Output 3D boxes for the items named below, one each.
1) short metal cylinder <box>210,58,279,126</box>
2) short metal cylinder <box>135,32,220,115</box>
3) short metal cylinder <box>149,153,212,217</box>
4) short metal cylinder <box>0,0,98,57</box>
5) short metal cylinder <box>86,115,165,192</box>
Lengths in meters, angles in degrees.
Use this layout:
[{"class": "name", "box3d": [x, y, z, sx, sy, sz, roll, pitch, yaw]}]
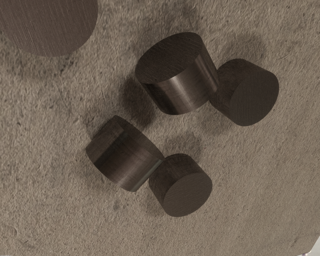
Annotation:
[{"class": "short metal cylinder", "box3d": [0.114, -0.049, 0.425, 0.081, 0.050, 0.079, -14, 125, -21]}, {"class": "short metal cylinder", "box3d": [0.020, -0.061, 0.346, 0.080, 0.080, 0.050, -39, 130, -2]}, {"class": "short metal cylinder", "box3d": [0.030, 0.085, 0.462, 0.081, 0.050, 0.079, -14, 125, -21]}, {"class": "short metal cylinder", "box3d": [-0.100, -0.108, 0.269, 0.081, 0.050, 0.079, -14, 125, -21]}, {"class": "short metal cylinder", "box3d": [-0.040, 0.030, 0.369, 0.050, 0.080, 0.080, -48, 129, 5]}]
